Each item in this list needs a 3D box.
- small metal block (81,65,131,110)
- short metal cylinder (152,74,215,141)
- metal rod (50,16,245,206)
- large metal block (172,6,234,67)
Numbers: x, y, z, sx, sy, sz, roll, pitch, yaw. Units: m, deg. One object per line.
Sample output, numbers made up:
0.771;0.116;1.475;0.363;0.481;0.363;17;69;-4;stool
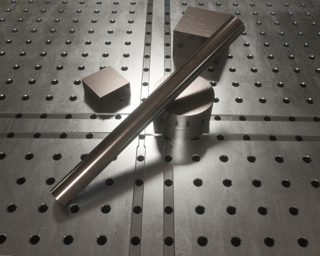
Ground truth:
-0.079;-0.061;0.458;0.050;0.025;0.050;-33;58;-25;small metal block
0.030;-0.030;0.417;0.081;0.050;0.080;0;50;0;short metal cylinder
-0.007;-0.027;0.368;0.301;0.025;0.025;-45;62;-10;metal rod
0.073;-0.157;0.524;0.080;0.050;0.080;16;52;13;large metal block
